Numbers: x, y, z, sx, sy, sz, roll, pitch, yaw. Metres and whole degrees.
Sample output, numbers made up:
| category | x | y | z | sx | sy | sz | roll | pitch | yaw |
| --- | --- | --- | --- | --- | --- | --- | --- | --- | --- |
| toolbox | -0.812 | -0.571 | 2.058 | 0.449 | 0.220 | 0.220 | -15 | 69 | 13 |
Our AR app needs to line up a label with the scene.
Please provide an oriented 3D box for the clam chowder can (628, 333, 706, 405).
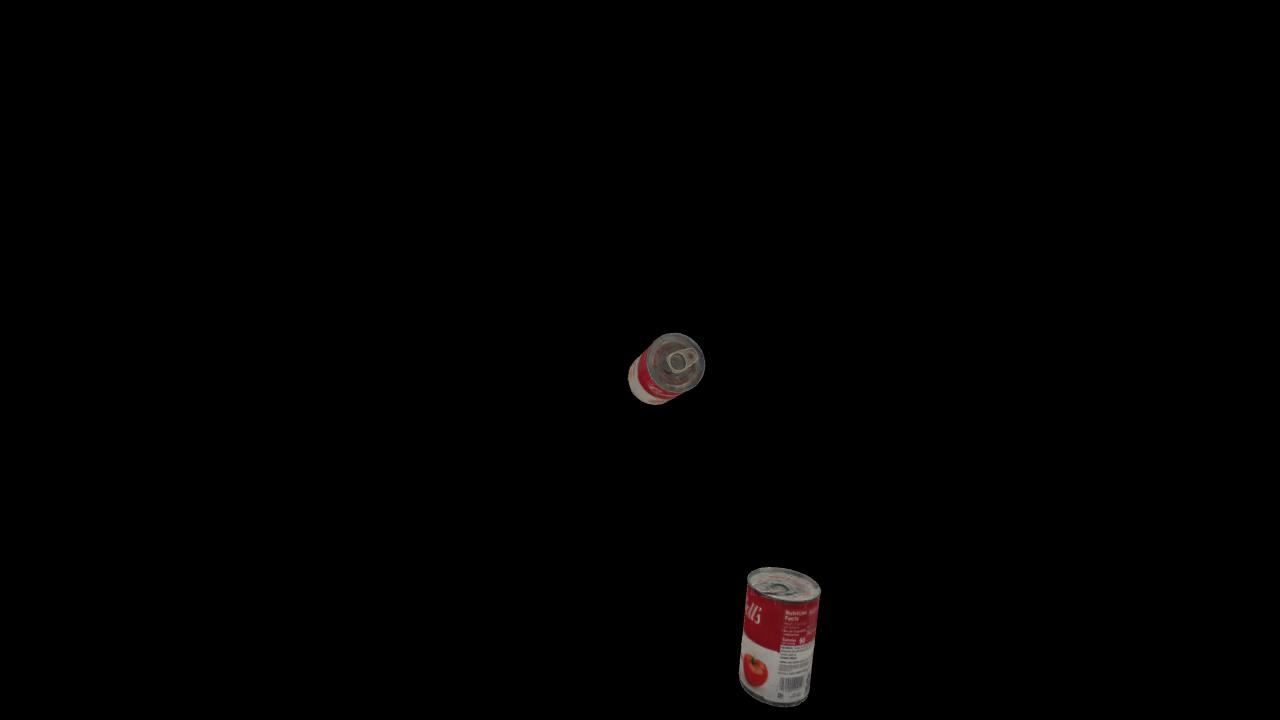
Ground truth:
| category | x | y | z | sx | sy | sz | roll | pitch | yaw |
| --- | --- | --- | --- | --- | --- | --- | --- | --- | --- |
| clam chowder can | 0.028 | 0.013 | 0.720 | 0.068 | 0.068 | 0.102 | 0 | -12 | -14 |

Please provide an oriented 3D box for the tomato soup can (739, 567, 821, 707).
| category | x | y | z | sx | sy | sz | roll | pitch | yaw |
| --- | --- | --- | --- | --- | --- | --- | --- | --- | --- |
| tomato soup can | 0.129 | 0.255 | 0.573 | 0.068 | 0.101 | 0.068 | 4 | 6 | 0 |
